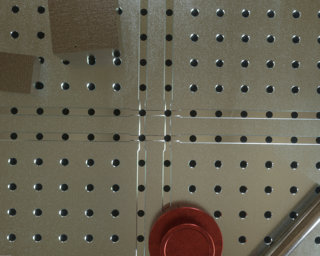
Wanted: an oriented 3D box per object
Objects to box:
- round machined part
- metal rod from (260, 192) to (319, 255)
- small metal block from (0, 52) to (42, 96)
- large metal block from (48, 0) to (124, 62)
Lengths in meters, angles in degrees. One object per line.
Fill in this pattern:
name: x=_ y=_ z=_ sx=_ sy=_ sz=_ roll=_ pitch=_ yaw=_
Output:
round machined part: x=0.034 y=0.153 z=0.405 sx=0.099 sy=0.042 sz=0.097 roll=0 pitch=90 yaw=-1
metal rod: x=0.130 y=0.196 z=0.415 sx=0.025 sy=0.025 sz=0.300 roll=43 pitch=90 yaw=-1
small metal block: x=-0.189 y=-0.071 z=0.411 sx=0.050 sy=0.025 sz=0.050 roll=7 pitch=90 yaw=-1
large metal block: x=-0.093 y=-0.133 z=0.400 sx=0.081 sy=0.050 sz=0.079 roll=-6 pitch=90 yaw=-1
